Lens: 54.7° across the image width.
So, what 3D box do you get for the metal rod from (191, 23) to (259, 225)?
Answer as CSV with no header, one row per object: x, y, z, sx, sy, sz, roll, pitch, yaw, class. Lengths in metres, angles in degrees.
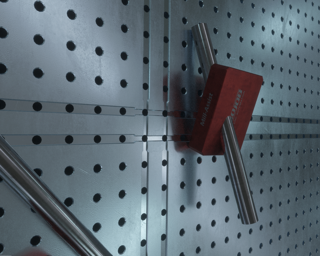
0.095,-0.007,0.459,0.025,0.025,0.298,-14,89,-39,metal rod

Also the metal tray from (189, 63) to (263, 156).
0.100,-0.024,0.466,0.091,0.030,0.129,4,106,-40,metal tray

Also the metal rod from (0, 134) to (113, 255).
-0.085,0.124,0.339,0.025,0.025,0.299,-48,119,-30,metal rod
